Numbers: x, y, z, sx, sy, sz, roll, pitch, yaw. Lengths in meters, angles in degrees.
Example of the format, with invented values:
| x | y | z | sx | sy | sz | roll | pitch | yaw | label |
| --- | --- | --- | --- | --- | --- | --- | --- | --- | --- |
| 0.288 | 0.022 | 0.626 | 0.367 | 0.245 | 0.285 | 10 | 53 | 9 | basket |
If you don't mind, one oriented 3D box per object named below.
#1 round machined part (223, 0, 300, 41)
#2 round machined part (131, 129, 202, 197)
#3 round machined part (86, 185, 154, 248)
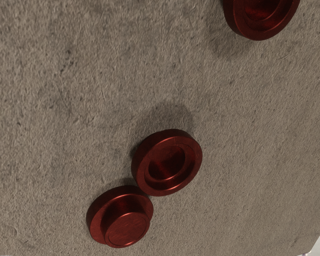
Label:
| x | y | z | sx | sy | sz | roll | pitch | yaw | label |
| --- | --- | --- | --- | --- | --- | --- | --- | --- | --- |
| 0.115 | -0.156 | 0.364 | 0.099 | 0.042 | 0.097 | -14 | 125 | -21 | round machined part |
| 0.006 | 0.043 | 0.427 | 0.099 | 0.042 | 0.097 | -14 | 125 | -21 | round machined part |
| -0.054 | 0.135 | 0.452 | 0.099 | 0.042 | 0.097 | -14 | 125 | -21 | round machined part |
